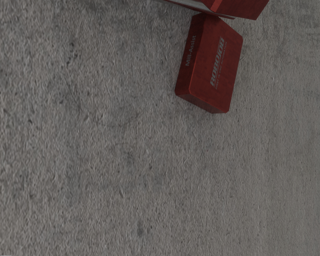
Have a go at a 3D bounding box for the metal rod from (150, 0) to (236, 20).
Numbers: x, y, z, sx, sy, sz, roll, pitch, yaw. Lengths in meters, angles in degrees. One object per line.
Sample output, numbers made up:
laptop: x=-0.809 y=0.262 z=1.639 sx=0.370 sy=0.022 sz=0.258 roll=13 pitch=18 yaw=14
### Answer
metal rod: x=-0.020 y=-0.167 z=0.365 sx=0.303 sy=0.025 sz=0.025 roll=-1 pitch=91 yaw=-33

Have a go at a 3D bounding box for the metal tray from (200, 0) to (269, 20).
metal tray: x=0.069 y=-0.194 z=0.405 sx=0.091 sy=0.030 sz=0.130 roll=-8 pitch=52 yaw=-39

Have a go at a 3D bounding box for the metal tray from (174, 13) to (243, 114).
metal tray: x=0.076 y=-0.096 z=0.465 sx=0.090 sy=0.030 sz=0.130 roll=22 pitch=76 yaw=-38
